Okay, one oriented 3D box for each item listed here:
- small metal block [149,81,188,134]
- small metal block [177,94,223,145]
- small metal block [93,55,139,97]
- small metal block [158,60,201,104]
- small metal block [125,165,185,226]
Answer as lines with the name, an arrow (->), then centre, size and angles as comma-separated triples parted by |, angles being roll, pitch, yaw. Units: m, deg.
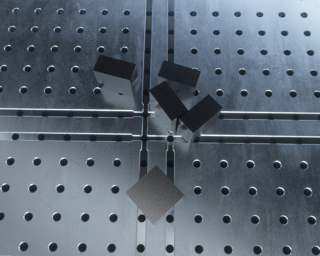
small metal block -> 0.011, -0.026, 0.408 | 0.025, 0.050, 0.050 | -32, 73, -11
small metal block -> 0.050, -0.010, 0.402 | 0.050, 0.050, 0.025 | -39, 75, -13
small metal block -> -0.058, -0.070, 0.424 | 0.050, 0.050, 0.025 | 15, 71, 5
small metal block -> 0.025, -0.061, 0.421 | 0.050, 0.050, 0.025 | 18, 71, 6
small metal block -> -0.006, 0.083, 0.382 | 0.050, 0.025, 0.050 | -41, 75, -13
